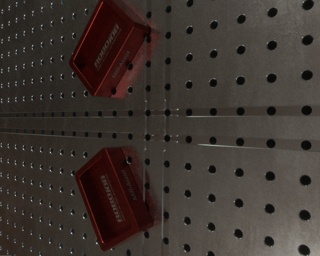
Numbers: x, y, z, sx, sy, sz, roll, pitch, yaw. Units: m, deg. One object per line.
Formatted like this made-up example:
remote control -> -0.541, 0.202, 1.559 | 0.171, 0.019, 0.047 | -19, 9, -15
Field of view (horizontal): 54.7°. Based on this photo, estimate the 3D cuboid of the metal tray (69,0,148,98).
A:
metal tray -> -0.082, -0.123, 0.471 | 0.090, 0.030, 0.129 | 51, 119, 27

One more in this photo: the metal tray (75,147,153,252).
metal tray -> -0.073, 0.105, 0.463 | 0.090, 0.030, 0.130 | -40, 66, 32
